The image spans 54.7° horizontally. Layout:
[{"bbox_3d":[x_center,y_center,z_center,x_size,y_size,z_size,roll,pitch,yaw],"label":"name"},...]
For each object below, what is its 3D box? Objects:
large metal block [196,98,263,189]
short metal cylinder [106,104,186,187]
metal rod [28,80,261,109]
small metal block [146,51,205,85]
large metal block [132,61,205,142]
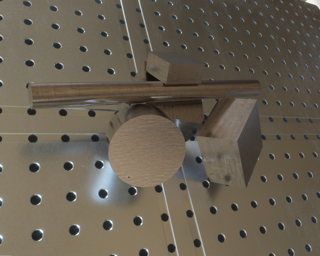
[{"bbox_3d":[0.093,0.017,0.400,0.080,0.050,0.080,-53,137,-39],"label":"large metal block"},{"bbox_3d":[-0.018,0.017,0.340,0.081,0.080,0.050,18,12,-18],"label":"short metal cylinder"},{"bbox_3d":[0.007,-0.044,0.370,0.303,0.025,0.025,-6,65,-31],"label":"metal rod"},{"bbox_3d":[0.018,-0.074,0.379,0.050,0.025,0.050,-6,30,-31],"label":"small metal block"},{"bbox_3d":[0.008,-0.033,0.412,0.081,0.050,0.080,10,57,-23],"label":"large metal block"}]
